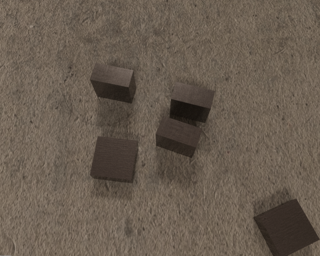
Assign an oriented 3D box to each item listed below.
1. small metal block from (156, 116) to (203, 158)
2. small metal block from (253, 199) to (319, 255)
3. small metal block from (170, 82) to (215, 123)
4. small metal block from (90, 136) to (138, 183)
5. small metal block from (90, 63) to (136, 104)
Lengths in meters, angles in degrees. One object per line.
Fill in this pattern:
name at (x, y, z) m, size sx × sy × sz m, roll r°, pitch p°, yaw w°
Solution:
small metal block at (0.023, 0.012, 0.391) m, size 0.050 × 0.050 × 0.025 m, roll 19°, pitch 71°, yaw 6°
small metal block at (0.148, 0.118, 0.367) m, size 0.050 × 0.025 × 0.050 m, roll -22°, pitch 72°, yaw -8°
small metal block at (0.041, -0.033, 0.407) m, size 0.050 × 0.050 × 0.025 m, roll 14°, pitch 71°, yaw 5°
small metal block at (-0.057, 0.041, 0.393) m, size 0.050 × 0.025 × 0.050 m, roll 7°, pitch 70°, yaw 2°
small metal block at (-0.061, -0.059, 0.416) m, size 0.050 × 0.050 × 0.025 m, roll 12°, pitch 71°, yaw 4°
